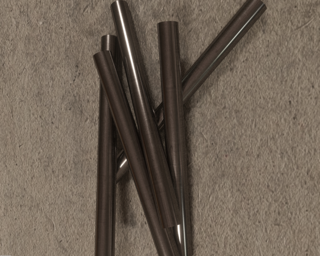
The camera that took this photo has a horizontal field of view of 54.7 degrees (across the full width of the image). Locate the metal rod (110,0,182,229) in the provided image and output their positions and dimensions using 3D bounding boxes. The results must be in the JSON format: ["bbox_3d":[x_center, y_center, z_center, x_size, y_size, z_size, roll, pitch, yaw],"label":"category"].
[{"bbox_3d":[-0.021,-0.028,0.391,0.025,0.025,0.299,-19,75,18],"label":"metal rod"}]

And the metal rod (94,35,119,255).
[{"bbox_3d":[-0.069,0.023,0.409,0.025,0.025,0.298,-3,80,19],"label":"metal rod"}]

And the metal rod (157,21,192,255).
[{"bbox_3d":[0.019,0.024,0.382,0.025,0.025,0.298,-2,97,19],"label":"metal rod"}]

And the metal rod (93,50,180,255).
[{"bbox_3d":[-0.026,0.046,0.387,0.025,0.025,0.299,-21,84,18],"label":"metal rod"}]

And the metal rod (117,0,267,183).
[{"bbox_3d":[0.022,-0.038,0.400,0.025,0.025,0.299,44,103,14],"label":"metal rod"}]
